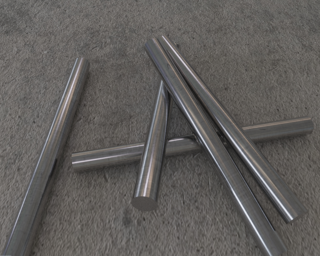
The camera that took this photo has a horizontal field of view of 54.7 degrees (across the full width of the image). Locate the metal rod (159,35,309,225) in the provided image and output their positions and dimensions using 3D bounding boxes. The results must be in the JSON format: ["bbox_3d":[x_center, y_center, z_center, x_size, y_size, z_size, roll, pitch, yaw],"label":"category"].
[{"bbox_3d":[0.070,-0.020,0.384,0.025,0.025,0.299,-20,56,-16],"label":"metal rod"}]

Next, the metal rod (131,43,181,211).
[{"bbox_3d":[0.004,-0.029,0.402,0.025,0.025,0.300,6,43,5],"label":"metal rod"}]

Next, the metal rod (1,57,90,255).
[{"bbox_3d":[-0.131,0.014,0.390,0.025,0.025,0.300,3,50,2],"label":"metal rod"}]

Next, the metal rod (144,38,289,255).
[{"bbox_3d":[0.052,0.004,0.366,0.025,0.025,0.299,-20,63,-16],"label":"metal rod"}]

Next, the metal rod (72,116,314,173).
[{"bbox_3d":[0.046,0.019,0.387,0.302,0.025,0.025,-9,51,-8],"label":"metal rod"}]
